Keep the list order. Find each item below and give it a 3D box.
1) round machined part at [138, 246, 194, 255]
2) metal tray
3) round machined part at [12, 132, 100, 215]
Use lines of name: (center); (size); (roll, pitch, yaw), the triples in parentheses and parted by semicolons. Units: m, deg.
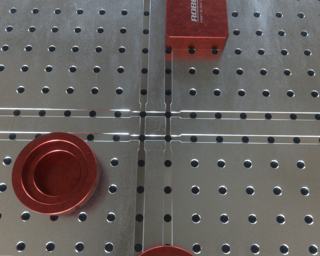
round machined part: (0.007, 0.180, 0.337); (0.099, 0.042, 0.098); (0, 70, -1)
metal tray: (0.055, -0.185, 0.477); (0.091, 0.030, 0.130); (1, 70, 0)
round machined part: (-0.123, 0.057, 0.380); (0.099, 0.042, 0.098); (0, 70, -1)
